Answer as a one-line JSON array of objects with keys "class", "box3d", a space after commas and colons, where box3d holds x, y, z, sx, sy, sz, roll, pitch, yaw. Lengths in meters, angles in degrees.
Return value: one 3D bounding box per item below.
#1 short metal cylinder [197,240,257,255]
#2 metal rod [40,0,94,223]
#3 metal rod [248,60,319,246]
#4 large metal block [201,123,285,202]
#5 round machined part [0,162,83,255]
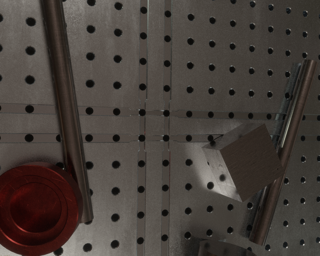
[{"class": "short metal cylinder", "box3d": [0.088, 0.190, 0.418, 0.081, 0.080, 0.050, 13, 86, -20]}, {"class": "metal rod", "box3d": [-0.113, -0.035, 0.371, 0.025, 0.025, 0.298, -9, 93, -20]}, {"class": "metal rod", "box3d": [0.195, 0.034, 0.486, 0.025, 0.025, 0.299, 22, 83, -19]}, {"class": "large metal block", "box3d": [0.119, 0.047, 0.445, 0.081, 0.050, 0.080, -28, 100, -18]}, {"class": "round machined part", "box3d": [-0.134, 0.085, 0.343, 0.099, 0.042, 0.097, 0, 93, 1]}]
